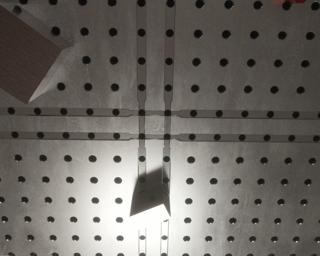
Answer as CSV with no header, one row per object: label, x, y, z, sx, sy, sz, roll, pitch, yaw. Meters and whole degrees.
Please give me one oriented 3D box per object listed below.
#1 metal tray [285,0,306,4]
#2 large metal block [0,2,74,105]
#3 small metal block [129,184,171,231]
metal tray,0.145,-0.214,0.334,0.090,0.030,0.130,-41,106,13
large metal block,-0.164,-0.088,0.365,0.080,0.050,0.080,36,106,-13
small metal block,-0.013,0.112,0.441,0.050,0.050,0.025,-23,109,8
